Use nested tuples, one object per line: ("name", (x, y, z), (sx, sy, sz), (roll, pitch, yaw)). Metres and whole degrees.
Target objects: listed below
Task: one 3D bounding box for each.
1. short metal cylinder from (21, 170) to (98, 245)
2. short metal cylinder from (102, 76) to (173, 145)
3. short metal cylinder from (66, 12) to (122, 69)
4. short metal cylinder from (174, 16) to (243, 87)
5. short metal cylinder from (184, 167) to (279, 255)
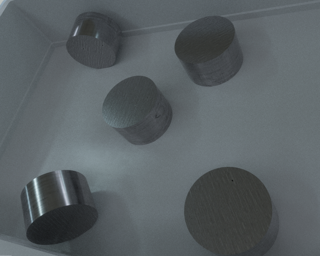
("short metal cylinder", (-0.121, 0.096, 0.373), (0.080, 0.080, 0.050), (-35, 52, 5))
("short metal cylinder", (-0.030, -0.023, 0.418), (0.080, 0.050, 0.080), (-13, 56, 20))
("short metal cylinder", (-0.108, -0.143, 0.513), (0.080, 0.080, 0.050), (-4, 60, 26))
("short metal cylinder", (0.066, -0.103, 0.417), (0.080, 0.050, 0.080), (-13, 56, 20))
("short metal cylinder", (0.070, 0.084, 0.301), (0.080, 0.050, 0.080), (-13, 56, 20))
